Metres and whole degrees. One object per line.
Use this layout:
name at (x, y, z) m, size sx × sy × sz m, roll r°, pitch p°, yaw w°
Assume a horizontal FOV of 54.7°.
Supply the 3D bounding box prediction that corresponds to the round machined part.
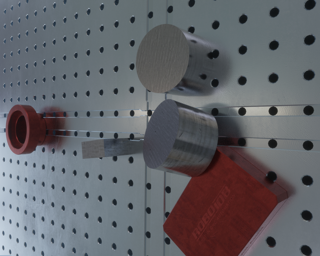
round machined part at (-0.263, 0.003, 0.615) m, size 0.098 × 0.042 × 0.097 m, roll 0°, pitch 90°, yaw 40°

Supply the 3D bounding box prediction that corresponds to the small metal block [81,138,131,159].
small metal block at (-0.079, 0.030, 0.458) m, size 0.050 × 0.050 × 0.025 m, roll -8°, pitch 85°, yaw 39°

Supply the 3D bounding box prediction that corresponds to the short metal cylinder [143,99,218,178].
short metal cylinder at (0.021, 0.012, 0.355) m, size 0.080 × 0.050 × 0.080 m, roll -42°, pitch 39°, yaw 47°

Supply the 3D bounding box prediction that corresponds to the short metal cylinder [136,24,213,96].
short metal cylinder at (0.017, -0.081, 0.379) m, size 0.080 × 0.050 × 0.079 m, roll 0°, pitch 90°, yaw 40°

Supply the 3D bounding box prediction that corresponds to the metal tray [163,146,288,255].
metal tray at (0.067, 0.096, 0.351) m, size 0.090 × 0.030 × 0.129 m, roll 41°, pitch 115°, yaw 32°
